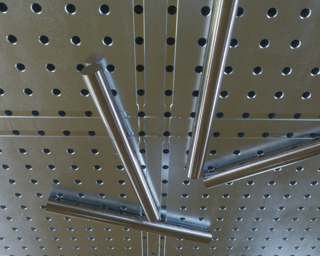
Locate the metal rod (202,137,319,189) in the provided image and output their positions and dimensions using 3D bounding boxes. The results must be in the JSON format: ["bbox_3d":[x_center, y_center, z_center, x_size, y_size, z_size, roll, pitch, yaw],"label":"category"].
[{"bbox_3d":[0.206,0.033,0.443,0.301,0.025,0.025,-20,128,16],"label":"metal rod"}]

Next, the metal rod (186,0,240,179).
[{"bbox_3d":[0.060,-0.045,0.374,0.025,0.025,0.298,2,130,-2],"label":"metal rod"}]

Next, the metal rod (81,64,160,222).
[{"bbox_3d":[-0.045,0.043,0.447,0.025,0.025,0.299,-10,130,8],"label":"metal rod"}]

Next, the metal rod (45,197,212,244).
[{"bbox_3d":[-0.048,0.167,0.553,0.302,0.025,0.025,16,128,-14],"label":"metal rod"}]
